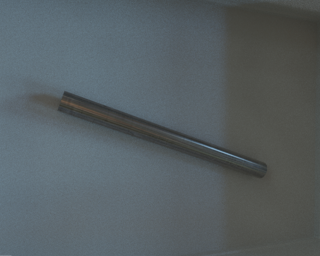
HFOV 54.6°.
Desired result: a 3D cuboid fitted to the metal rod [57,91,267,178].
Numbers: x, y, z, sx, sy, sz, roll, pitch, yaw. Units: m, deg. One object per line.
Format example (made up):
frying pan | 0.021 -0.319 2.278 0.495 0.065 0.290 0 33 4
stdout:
metal rod | 0.017 0.016 0.415 0.302 0.025 0.025 20 84 -19
